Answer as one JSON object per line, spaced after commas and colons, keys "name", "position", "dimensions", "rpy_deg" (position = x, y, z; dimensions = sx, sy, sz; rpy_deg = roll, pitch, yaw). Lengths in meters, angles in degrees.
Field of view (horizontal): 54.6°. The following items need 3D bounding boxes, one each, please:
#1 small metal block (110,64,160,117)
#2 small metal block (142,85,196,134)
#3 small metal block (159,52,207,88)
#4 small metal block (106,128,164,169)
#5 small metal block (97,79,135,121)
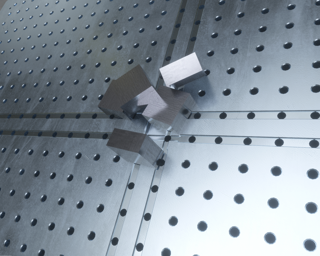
{"name": "small metal block", "position": [-0.035, -0.052, 0.428], "dimensions": [0.050, 0.025, 0.050], "rpy_deg": [-33, 51, 6]}
{"name": "small metal block", "position": [0.012, -0.026, 0.418], "dimensions": [0.050, 0.025, 0.050], "rpy_deg": [22, 73, 36]}
{"name": "small metal block", "position": [0.033, -0.076, 0.419], "dimensions": [0.050, 0.050, 0.025], "rpy_deg": [-23, 87, 14]}
{"name": "small metal block", "position": [-0.031, 0.026, 0.393], "dimensions": [0.050, 0.050, 0.025], "rpy_deg": [10, 67, 32]}
{"name": "small metal block", "position": [-0.057, -0.043, 0.466], "dimensions": [0.050, 0.025, 0.050], "rpy_deg": [13, 68, 33]}
